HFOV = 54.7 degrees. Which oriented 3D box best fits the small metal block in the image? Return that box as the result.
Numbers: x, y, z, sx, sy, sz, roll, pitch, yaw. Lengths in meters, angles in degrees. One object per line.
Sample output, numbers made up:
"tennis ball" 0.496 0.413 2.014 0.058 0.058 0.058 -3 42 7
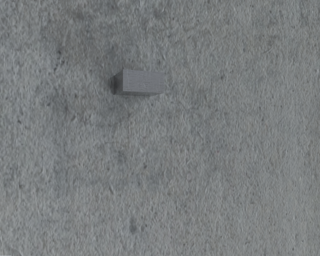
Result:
"small metal block" -0.027 -0.055 0.386 0.050 0.050 0.025 0 90 -20
